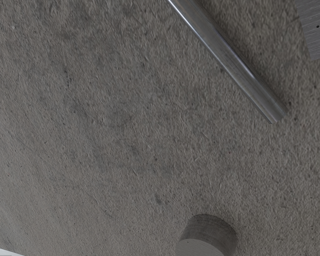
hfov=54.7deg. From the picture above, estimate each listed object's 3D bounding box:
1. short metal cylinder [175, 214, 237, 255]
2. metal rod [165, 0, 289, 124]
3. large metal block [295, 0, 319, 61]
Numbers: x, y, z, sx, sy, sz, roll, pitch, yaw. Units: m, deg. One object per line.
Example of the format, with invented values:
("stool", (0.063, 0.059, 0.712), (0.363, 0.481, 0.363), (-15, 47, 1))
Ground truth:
("short metal cylinder", (0.070, 0.176, 0.463), (0.080, 0.050, 0.079), (13, 124, 21))
("metal rod", (0.028, -0.124, 0.315), (0.300, 0.025, 0.025), (48, 129, -6))
("large metal block", (0.153, -0.109, 0.243), (0.080, 0.050, 0.080), (-13, 112, 33))
